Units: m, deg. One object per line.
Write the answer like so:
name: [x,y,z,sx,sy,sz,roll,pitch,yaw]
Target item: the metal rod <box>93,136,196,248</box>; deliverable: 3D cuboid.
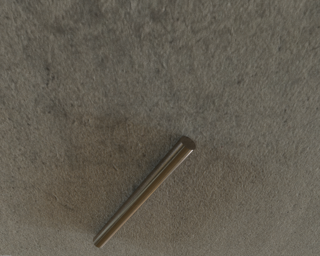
metal rod: [-0.038,0.118,0.507,0.025,0.025,0.298,25,126,-20]
